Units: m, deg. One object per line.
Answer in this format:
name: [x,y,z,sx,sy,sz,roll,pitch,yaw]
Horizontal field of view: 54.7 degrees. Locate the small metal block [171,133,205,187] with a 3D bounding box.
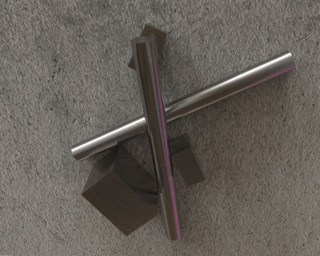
small metal block: [0.036,0.041,0.412,0.025,0.050,0.050,-23,109,8]

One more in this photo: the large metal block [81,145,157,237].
large metal block: [-0.048,0.079,0.409,0.050,0.080,0.080,-38,106,12]

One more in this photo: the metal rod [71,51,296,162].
metal rod: [0.024,-0.024,0.401,0.301,0.025,0.025,-23,109,8]

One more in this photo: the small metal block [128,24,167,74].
small metal block: [-0.014,-0.093,0.362,0.025,0.050,0.050,23,108,-8]

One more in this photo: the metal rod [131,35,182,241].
metal rod: [0.002,0.035,0.392,0.025,0.025,0.298,-7,122,2]
